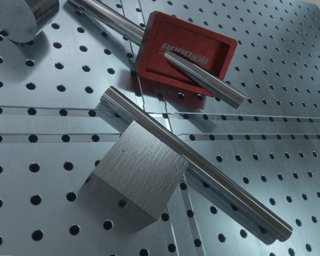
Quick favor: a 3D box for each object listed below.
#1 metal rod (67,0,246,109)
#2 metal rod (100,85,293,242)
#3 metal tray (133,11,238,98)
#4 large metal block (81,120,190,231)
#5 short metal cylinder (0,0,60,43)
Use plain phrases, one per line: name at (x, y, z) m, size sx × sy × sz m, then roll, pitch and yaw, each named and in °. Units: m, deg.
metal rod at (-0.008, -0.120, 0.455) m, size 0.301 × 0.025 × 0.025 m, roll 33°, pitch 51°, yaw 2°
metal rod at (0.049, 0.048, 0.404) m, size 0.300 × 0.025 × 0.025 m, roll 38°, pitch 51°, yaw -3°
metal tray at (0.037, -0.104, 0.450) m, size 0.131 × 0.089 × 0.030 m, roll 13°, pitch 17°, yaw -21°
large metal block at (-0.026, 0.053, 0.346) m, size 0.080 × 0.050 × 0.080 m, roll 38°, pitch 51°, yaw -3°
short metal cylinder at (-0.171, -0.151, 0.373) m, size 0.080 × 0.080 × 0.050 m, roll 30°, pitch 52°, yaw -9°
